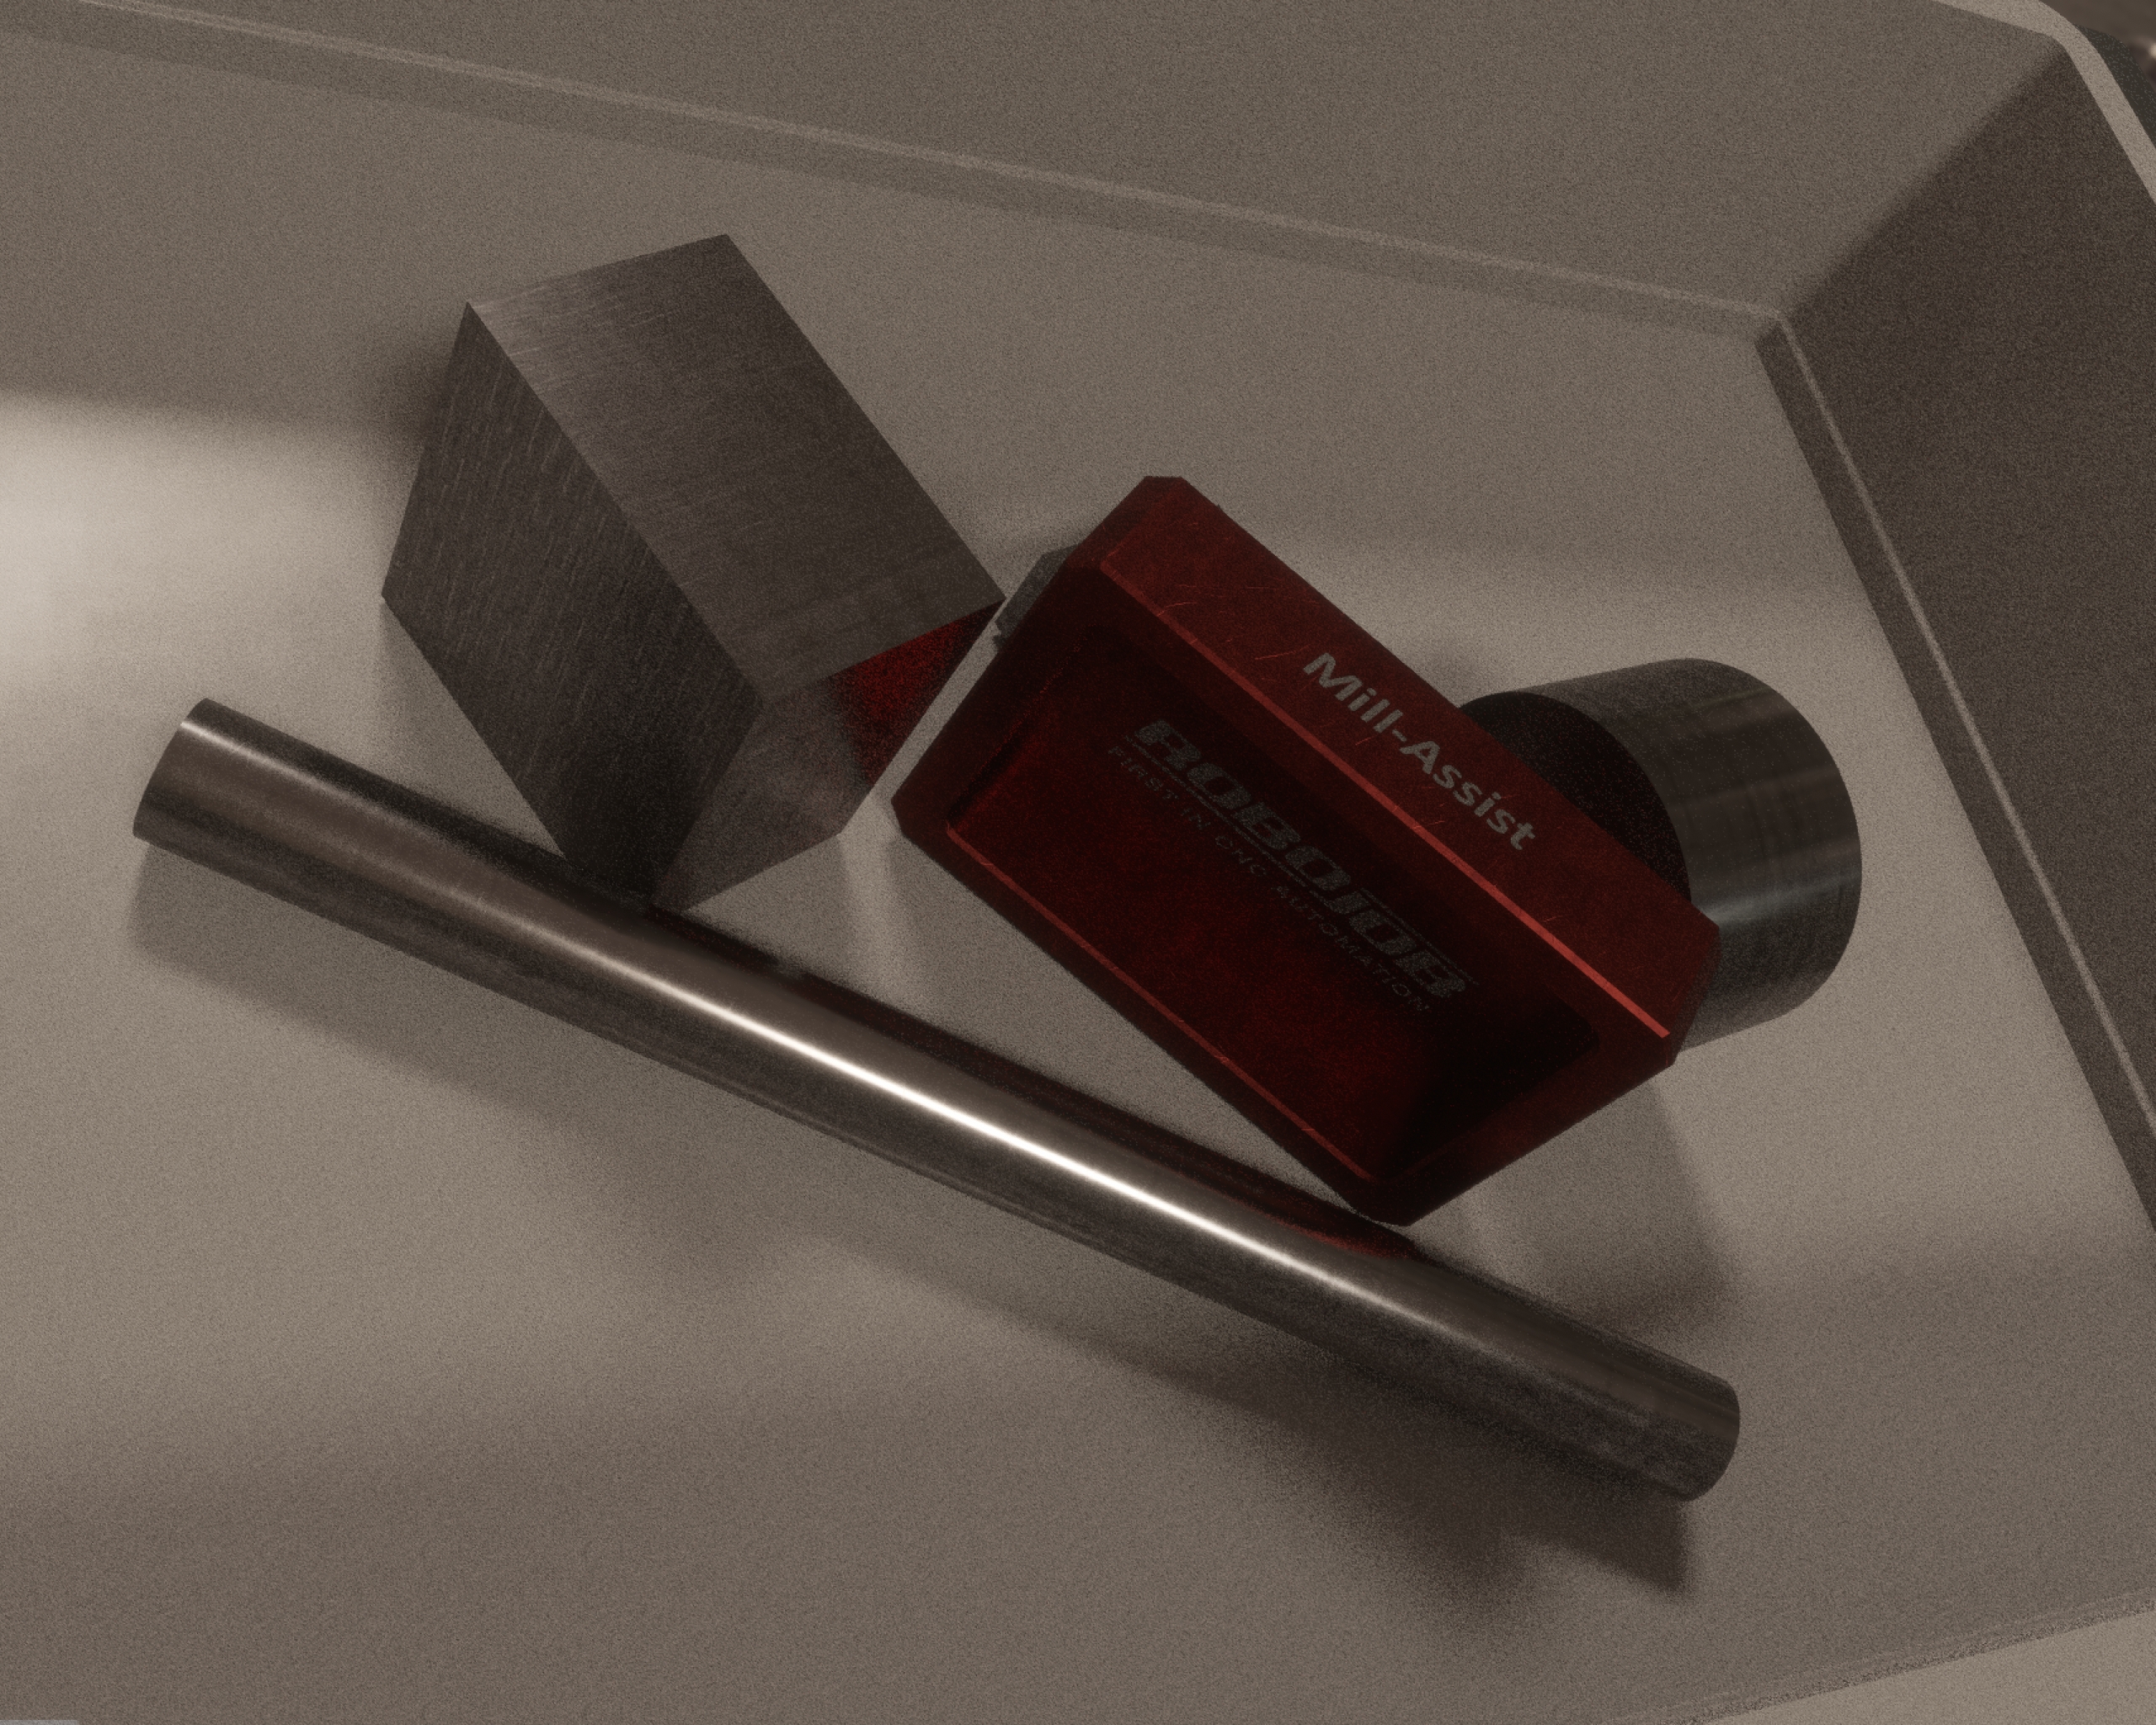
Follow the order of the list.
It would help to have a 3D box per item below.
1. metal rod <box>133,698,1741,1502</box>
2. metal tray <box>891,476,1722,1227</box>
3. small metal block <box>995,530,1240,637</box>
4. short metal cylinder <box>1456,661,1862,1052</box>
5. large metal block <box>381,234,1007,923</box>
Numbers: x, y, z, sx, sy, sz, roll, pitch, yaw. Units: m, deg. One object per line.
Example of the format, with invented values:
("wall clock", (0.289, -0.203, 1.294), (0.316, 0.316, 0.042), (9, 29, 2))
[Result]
("metal rod", (-0.013, 0.048, 0.369), (0.301, 0.025, 0.025), (26, 53, -13))
("metal tray", (0.038, 0.002, 0.382), (0.130, 0.090, 0.030), (40, 50, -2))
("small metal block", (0.019, -0.044, 0.441), (0.050, 0.025, 0.050), (-22, 74, -36))
("short metal cylinder", (0.111, 0.001, 0.430), (0.050, 0.080, 0.080), (-13, 69, -33))
("large metal block", (-0.070, -0.046, 0.360), (0.050, 0.080, 0.080), (-30, 79, -38))
